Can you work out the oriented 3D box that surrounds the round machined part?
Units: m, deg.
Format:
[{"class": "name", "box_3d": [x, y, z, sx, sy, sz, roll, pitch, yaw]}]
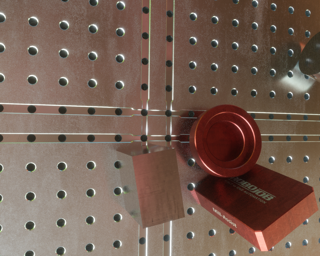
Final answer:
[{"class": "round machined part", "box_3d": [0.086, 0.019, 0.430, 0.099, 0.042, 0.098, 3, 81, -16]}]

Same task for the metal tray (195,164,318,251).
[{"class": "metal tray", "box_3d": [0.117, 0.089, 0.398, 0.091, 0.130, 0.030, -29, 112, -18]}]

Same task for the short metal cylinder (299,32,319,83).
[{"class": "short metal cylinder", "box_3d": [0.267, -0.109, 0.481, 0.050, 0.080, 0.080, 22, 83, -19]}]

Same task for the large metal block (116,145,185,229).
[{"class": "large metal block", "box_3d": [-0.014, 0.065, 0.378, 0.050, 0.080, 0.080, -9, 93, -20]}]
